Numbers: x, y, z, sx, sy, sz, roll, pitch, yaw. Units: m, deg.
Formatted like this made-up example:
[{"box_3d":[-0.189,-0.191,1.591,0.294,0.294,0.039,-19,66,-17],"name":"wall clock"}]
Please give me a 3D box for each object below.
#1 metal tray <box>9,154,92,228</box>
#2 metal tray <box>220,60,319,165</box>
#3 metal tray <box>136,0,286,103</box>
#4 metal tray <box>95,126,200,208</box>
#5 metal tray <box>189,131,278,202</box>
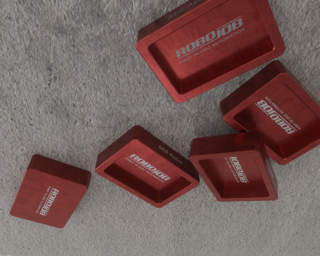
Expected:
[{"box_3d":[-0.175,0.105,0.492,0.091,0.030,0.129,22,127,-18],"name":"metal tray"},{"box_3d":[0.152,-0.013,0.393,0.130,0.030,0.090,34,122,-26],"name":"metal tray"},{"box_3d":[0.052,-0.090,0.327,0.130,0.030,0.090,-25,126,19],"name":"metal tray"},{"box_3d":[-0.016,0.062,0.456,0.130,0.030,0.090,37,121,-27],"name":"metal tray"},{"box_3d":[0.106,0.059,0.431,0.090,0.030,0.130,-9,138,26],"name":"metal tray"}]
